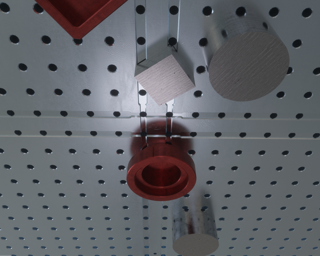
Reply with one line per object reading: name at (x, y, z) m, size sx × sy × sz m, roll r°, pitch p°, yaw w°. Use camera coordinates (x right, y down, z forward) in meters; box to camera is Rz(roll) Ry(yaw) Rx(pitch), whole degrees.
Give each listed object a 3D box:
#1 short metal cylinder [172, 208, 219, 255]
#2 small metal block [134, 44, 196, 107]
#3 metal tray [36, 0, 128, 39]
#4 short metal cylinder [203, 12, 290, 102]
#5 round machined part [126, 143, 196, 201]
short metal cylinder at (0.062, 0.189, 0.557) m, size 0.081 × 0.050 × 0.079 m, roll 0°, pitch 130°, yaw 0°
small metal block at (0.006, -0.060, 0.361) m, size 0.050 × 0.025 × 0.050 m, roll -28°, pitch 125°, yaw 21°
metal tray at (-0.060, -0.153, 0.277) m, size 0.130 × 0.030 × 0.090 m, roll -30°, pitch 124°, yaw 23°
short metal cylinder at (0.089, -0.075, 0.332) m, size 0.081 × 0.050 × 0.079 m, roll 0°, pitch 130°, yaw 0°
round machined part at (0.002, 0.060, 0.452) m, size 0.099 × 0.042 × 0.097 m, roll 0°, pitch 130°, yaw 0°
